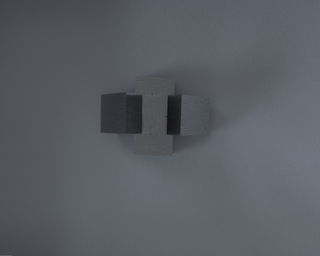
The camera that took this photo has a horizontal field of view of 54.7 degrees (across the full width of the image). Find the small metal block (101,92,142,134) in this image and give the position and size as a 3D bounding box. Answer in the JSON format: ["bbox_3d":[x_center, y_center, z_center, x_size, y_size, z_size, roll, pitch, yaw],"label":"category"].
[{"bbox_3d":[-0.050,-0.018,0.395,0.050,0.025,0.050,1,90,43],"label":"small metal block"}]

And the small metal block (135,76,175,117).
[{"bbox_3d":[-0.007,-0.040,0.409,0.050,0.025,0.050,3,90,-1],"label":"small metal block"}]

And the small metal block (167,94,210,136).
[{"bbox_3d":[0.037,-0.016,0.398,0.050,0.025,0.050,1,91,-39],"label":"small metal block"}]

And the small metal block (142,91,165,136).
[{"bbox_3d":[-0.007,-0.016,0.371,0.025,0.050,0.050,1,90,-1],"label":"small metal block"}]

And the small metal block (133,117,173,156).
[{"bbox_3d":[-0.008,0.010,0.409,0.050,0.025,0.050,3,90,0],"label":"small metal block"}]
